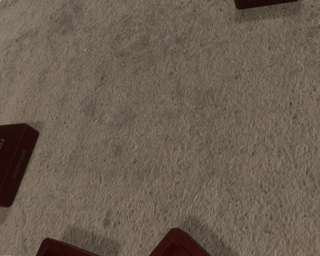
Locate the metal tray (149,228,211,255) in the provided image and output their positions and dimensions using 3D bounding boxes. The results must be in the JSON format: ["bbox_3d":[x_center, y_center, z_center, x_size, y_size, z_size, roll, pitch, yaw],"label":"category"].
[{"bbox_3d":[0.007,0.173,0.289,0.130,0.030,0.090,-49,52,-7],"label":"metal tray"}]

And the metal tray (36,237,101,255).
[{"bbox_3d":[-0.114,0.198,0.337,0.090,0.030,0.130,6,64,30],"label":"metal tray"}]

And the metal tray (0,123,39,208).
[{"bbox_3d":[-0.257,0.058,0.497,0.090,0.030,0.130,-3,60,26],"label":"metal tray"}]

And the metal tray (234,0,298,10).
[{"bbox_3d":[0.164,-0.240,0.460,0.090,0.030,0.130,2,63,29],"label":"metal tray"}]
